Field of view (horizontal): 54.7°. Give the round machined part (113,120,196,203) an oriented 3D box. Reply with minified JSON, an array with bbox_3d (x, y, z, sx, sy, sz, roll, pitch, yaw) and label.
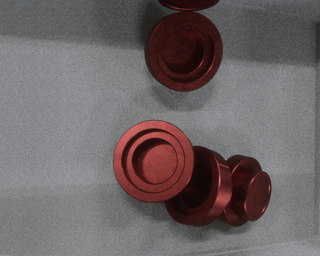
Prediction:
[{"bbox_3d":[-0.004,0.042,0.384,0.098,0.042,0.098,-2,79,11],"label":"round machined part"}]

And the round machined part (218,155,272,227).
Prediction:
[{"bbox_3d":[0.118,0.089,0.426,0.099,0.042,0.097,-10,104,-42],"label":"round machined part"}]

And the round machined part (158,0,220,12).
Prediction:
[{"bbox_3d":[0.032,-0.161,0.339,0.099,0.098,0.042,1,90,-20],"label":"round machined part"}]

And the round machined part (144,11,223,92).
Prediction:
[{"bbox_3d":[0.027,-0.099,0.402,0.099,0.042,0.097,-5,108,-15],"label":"round machined part"}]

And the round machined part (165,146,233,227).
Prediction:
[{"bbox_3d":[0.052,0.075,0.393,0.042,0.098,0.098,23,82,-34],"label":"round machined part"}]
